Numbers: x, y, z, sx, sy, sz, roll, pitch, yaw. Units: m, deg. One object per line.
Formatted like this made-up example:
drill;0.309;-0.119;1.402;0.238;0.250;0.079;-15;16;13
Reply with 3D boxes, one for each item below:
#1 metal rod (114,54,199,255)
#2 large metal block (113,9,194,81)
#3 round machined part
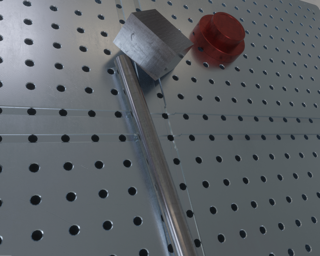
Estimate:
metal rod;-0.007;0.035;0.382;0.025;0.025;0.299;-5;64;-31
large metal block;-0.007;-0.123;0.449;0.080;0.050;0.080;43;32;1
round machined part;0.115;-0.171;0.564;0.099;0.042;0.098;14;56;-21
